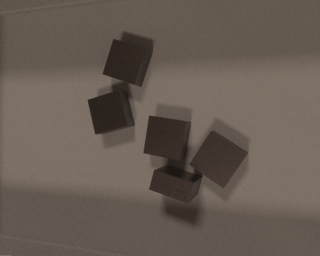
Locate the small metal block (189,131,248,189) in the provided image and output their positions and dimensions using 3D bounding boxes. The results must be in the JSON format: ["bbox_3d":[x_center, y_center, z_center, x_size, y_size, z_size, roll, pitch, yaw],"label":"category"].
[{"bbox_3d":[0.073,0.038,0.384,0.050,0.025,0.050,34,101,16],"label":"small metal block"}]

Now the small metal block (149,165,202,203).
[{"bbox_3d":[0.021,0.069,0.389,0.050,0.050,0.025,16,95,19],"label":"small metal block"}]

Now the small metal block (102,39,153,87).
[{"bbox_3d":[-0.044,-0.089,0.425,0.050,0.025,0.050,21,97,18],"label":"small metal block"}]

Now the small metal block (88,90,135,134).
[{"bbox_3d":[-0.068,-0.021,0.433,0.050,0.025,0.050,-15,85,19],"label":"small metal block"}]

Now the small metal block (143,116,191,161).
[{"bbox_3d":[0.010,0.012,0.406,0.050,0.025,0.050,10,93,19],"label":"small metal block"}]
